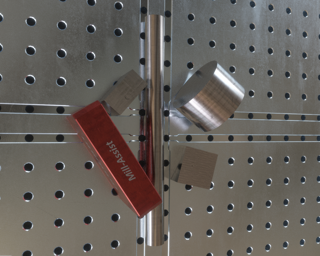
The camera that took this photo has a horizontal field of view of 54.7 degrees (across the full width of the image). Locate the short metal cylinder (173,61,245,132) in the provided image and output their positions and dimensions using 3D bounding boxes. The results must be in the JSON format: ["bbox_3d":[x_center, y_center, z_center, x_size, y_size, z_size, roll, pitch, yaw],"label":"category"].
[{"bbox_3d":[0.063,-0.042,0.408,0.050,0.080,0.080,40,77,-16],"label":"short metal cylinder"}]

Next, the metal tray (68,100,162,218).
[{"bbox_3d":[-0.055,0.034,0.358,0.030,0.090,0.130,-34,102,-17],"label":"metal tray"}]

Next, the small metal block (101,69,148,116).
[{"bbox_3d":[-0.047,-0.042,0.382,0.025,0.050,0.050,43,76,-15],"label":"small metal block"}]

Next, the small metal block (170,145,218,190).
[{"bbox_3d":[0.048,0.054,0.432,0.050,0.025,0.050,16,85,-20],"label":"small metal block"}]

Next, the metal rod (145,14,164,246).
[{"bbox_3d":[-0.007,0.003,0.410,0.025,0.025,0.298,0,90,-20],"label":"metal rod"}]
